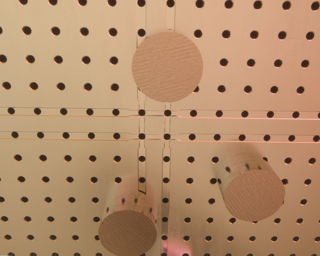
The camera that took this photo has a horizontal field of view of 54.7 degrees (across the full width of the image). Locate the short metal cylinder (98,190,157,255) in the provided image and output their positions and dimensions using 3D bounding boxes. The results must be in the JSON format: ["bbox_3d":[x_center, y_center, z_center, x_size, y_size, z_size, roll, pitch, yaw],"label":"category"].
[{"bbox_3d":[-0.045,0.138,0.450,0.081,0.050,0.079,0,110,-1],"label":"short metal cylinder"}]

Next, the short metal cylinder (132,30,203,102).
[{"bbox_3d":[0.008,-0.076,0.372,0.081,0.050,0.079,0,110,-1],"label":"short metal cylinder"}]

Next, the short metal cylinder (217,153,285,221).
[{"bbox_3d":[0.125,0.082,0.432,0.081,0.050,0.079,0,110,-1],"label":"short metal cylinder"}]
